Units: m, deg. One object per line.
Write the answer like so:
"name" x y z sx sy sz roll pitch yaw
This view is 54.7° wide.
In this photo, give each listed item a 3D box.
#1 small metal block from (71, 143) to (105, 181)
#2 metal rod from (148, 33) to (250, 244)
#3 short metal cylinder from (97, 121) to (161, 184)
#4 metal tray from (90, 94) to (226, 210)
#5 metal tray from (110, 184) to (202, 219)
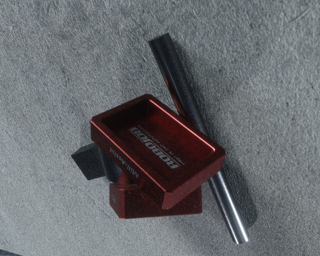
"small metal block" -0.105 0.052 0.492 0.050 0.025 0.050 -19 109 35
"metal rod" 0.057 0.027 0.392 0.025 0.025 0.299 -12 113 33
"short metal cylinder" -0.039 0.030 0.409 0.080 0.080 0.050 5 120 25
"metal tray" -0.005 0.018 0.348 0.130 0.091 0.030 39 140 29
"metal tray" -0.012 0.085 0.386 0.091 0.130 0.030 0 83 -14
